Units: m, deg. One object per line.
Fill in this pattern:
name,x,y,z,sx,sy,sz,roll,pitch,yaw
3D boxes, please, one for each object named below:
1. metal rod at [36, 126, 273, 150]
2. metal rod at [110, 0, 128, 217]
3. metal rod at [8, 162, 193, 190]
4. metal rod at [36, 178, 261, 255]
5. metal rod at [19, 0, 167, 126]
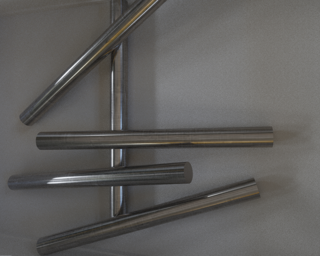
metal rod,-0.016,0.014,0.395,0.301,0.025,0.025,-1,90,12
metal rod,-0.057,-0.026,0.430,0.025,0.025,0.298,0,90,20
metal rod,-0.099,0.069,0.423,0.300,0.025,0.025,-8,88,28
metal rod,-0.024,0.118,0.400,0.301,0.025,0.025,-19,84,12
metal rod,-0.097,-0.093,0.423,0.299,0.025,0.025,-35,79,24
